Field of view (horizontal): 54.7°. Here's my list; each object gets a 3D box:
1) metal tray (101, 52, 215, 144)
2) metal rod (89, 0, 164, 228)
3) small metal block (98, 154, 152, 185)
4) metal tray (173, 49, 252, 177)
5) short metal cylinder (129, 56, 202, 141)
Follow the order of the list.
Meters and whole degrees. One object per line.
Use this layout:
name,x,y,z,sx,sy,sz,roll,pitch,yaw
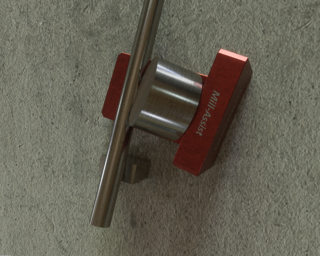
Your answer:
metal tray,-0.004,-0.039,0.408,0.130,0.030,0.089,19,96,18
metal rod,-0.038,-0.030,0.381,0.025,0.025,0.298,11,85,19
small metal block,-0.046,0.052,0.412,0.050,0.050,0.025,14,95,19
metal tray,0.063,-0.015,0.353,0.030,0.090,0.129,24,98,18
short metal cylinder,0.004,-0.031,0.340,0.050,0.080,0.080,20,98,-15
